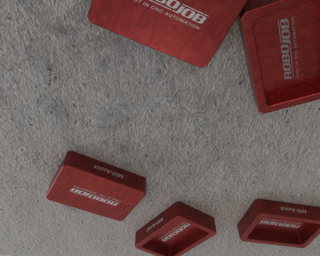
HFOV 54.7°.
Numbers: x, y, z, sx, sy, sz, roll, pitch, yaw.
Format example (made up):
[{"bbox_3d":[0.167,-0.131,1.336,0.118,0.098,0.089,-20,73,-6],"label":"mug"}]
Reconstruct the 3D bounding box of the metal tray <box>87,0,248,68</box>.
[{"bbox_3d":[0.007,-0.123,0.299,0.131,0.030,0.089,19,128,-16],"label":"metal tray"}]

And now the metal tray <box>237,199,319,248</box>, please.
[{"bbox_3d":[0.217,0.172,0.552,0.131,0.030,0.089,9,130,-8],"label":"metal tray"}]

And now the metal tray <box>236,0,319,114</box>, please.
[{"bbox_3d":[0.141,-0.082,0.334,0.090,0.030,0.130,-16,129,12],"label":"metal tray"}]

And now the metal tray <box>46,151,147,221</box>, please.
[{"bbox_3d":[-0.098,0.094,0.483,0.131,0.030,0.089,23,126,-19],"label":"metal tray"}]

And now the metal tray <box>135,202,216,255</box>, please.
[{"bbox_3d":[0.027,0.193,0.567,0.090,0.030,0.129,30,124,-24],"label":"metal tray"}]
